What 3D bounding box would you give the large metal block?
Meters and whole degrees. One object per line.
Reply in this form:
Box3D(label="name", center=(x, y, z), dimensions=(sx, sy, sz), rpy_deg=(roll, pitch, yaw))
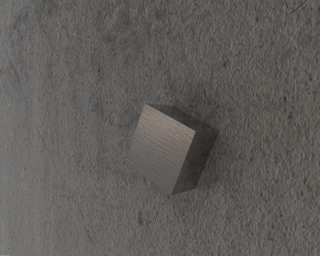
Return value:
Box3D(label="large metal block", center=(0.013, 0.023, 0.379), dimensions=(0.080, 0.050, 0.080), rpy_deg=(31, 109, 36))
